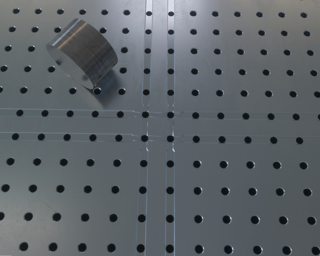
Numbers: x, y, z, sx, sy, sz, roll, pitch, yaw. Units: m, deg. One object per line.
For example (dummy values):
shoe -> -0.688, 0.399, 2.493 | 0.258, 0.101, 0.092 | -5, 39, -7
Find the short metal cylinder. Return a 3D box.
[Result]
short metal cylinder -> -0.104, -0.098, 0.418 | 0.080, 0.080, 0.050 | 36, 74, 12
